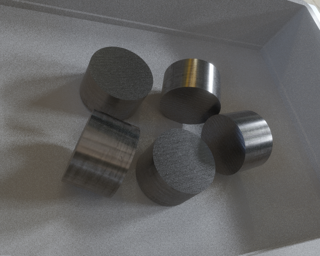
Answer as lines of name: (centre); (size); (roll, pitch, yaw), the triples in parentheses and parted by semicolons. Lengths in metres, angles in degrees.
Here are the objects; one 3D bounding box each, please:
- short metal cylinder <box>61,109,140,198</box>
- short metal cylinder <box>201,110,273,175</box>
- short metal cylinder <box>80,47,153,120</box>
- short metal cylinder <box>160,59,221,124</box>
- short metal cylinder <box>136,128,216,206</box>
short metal cylinder: (-0.061, 0.026, 0.320); (0.050, 0.080, 0.080); (24, 53, -14)
short metal cylinder: (0.100, 0.018, 0.413); (0.050, 0.080, 0.080); (-9, 67, -33)
short metal cylinder: (-0.056, -0.055, 0.392); (0.081, 0.050, 0.080); (14, 56, -21)
short metal cylinder: (0.043, -0.048, 0.424); (0.080, 0.080, 0.050); (20, 54, -17)
short metal cylinder: (0.018, 0.047, 0.370); (0.081, 0.050, 0.080); (14, 56, -21)
